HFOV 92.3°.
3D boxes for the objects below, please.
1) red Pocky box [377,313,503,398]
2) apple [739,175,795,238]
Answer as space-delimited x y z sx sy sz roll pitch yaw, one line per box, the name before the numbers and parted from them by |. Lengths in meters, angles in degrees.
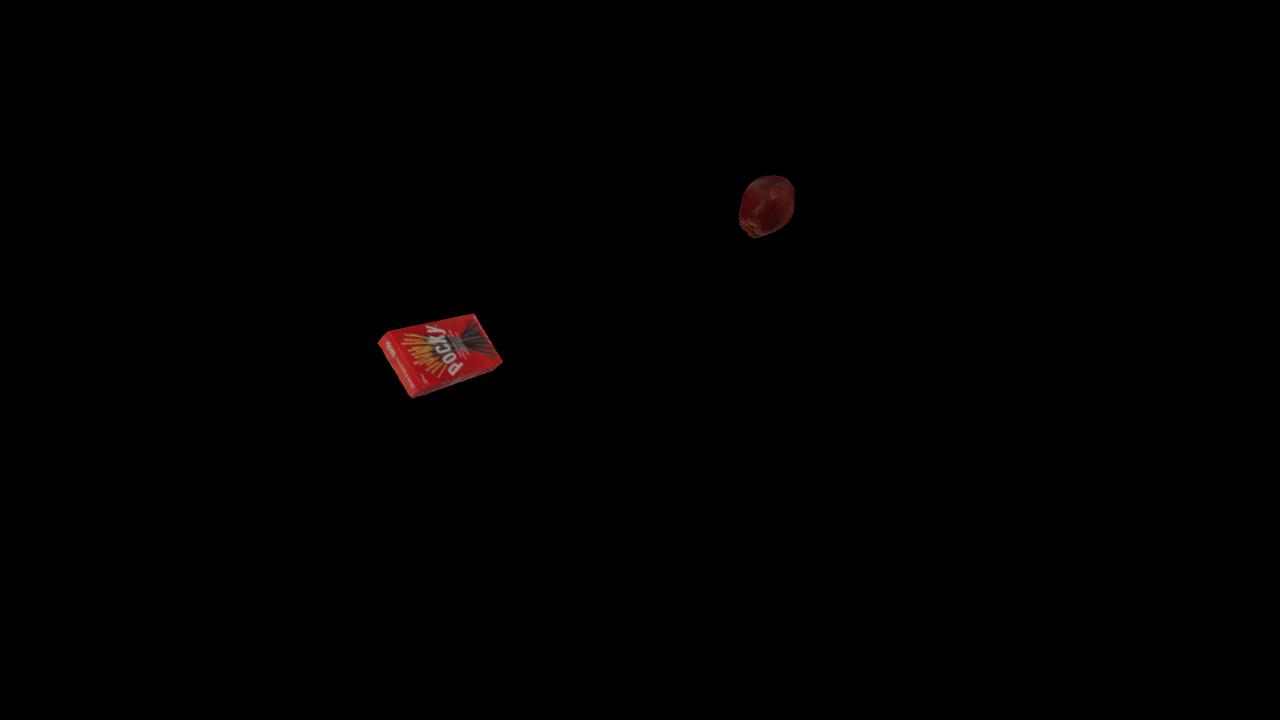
red Pocky box | -0.247 -0.009 0.783 0.028 0.083 0.155 -33 -3 28
apple | 0.183 -0.221 0.882 0.079 0.093 0.079 36 -20 15
